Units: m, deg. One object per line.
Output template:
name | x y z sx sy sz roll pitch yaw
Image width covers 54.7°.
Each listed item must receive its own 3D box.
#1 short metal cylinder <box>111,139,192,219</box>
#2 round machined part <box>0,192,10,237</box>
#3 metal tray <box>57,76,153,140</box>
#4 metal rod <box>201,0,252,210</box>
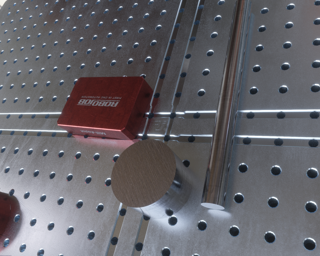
short metal cylinder | -0.009 0.060 0.360 0.080 0.050 0.080 -13 56 21
round machined part | -0.277 0.135 0.460 0.098 0.042 0.098 -13 56 21
metal tray | -0.085 -0.033 0.470 0.130 0.030 0.090 5 64 30
metal rod | 0.089 -0.049 0.391 0.025 0.025 0.300 0 61 28
